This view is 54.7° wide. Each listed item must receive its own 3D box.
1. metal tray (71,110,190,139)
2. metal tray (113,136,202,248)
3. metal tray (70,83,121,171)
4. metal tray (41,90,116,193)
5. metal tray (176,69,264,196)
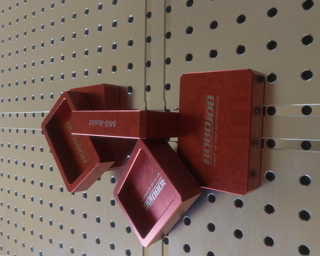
[{"bbox_3d":[-0.039,-0.006,0.396,0.130,0.091,0.030,2,92,39],"label":"metal tray"},{"bbox_3d":[-0.010,0.080,0.388,0.090,0.030,0.129,53,138,26],"label":"metal tray"},{"bbox_3d":[-0.104,0.000,0.490,0.090,0.030,0.129,-1,90,40],"label":"metal tray"},{"bbox_3d":[-0.127,0.019,0.466,0.090,0.030,0.130,-45,64,30],"label":"metal tray"},{"bbox_3d":[0.065,0.002,0.350,0.090,0.030,0.129,4,92,39],"label":"metal tray"}]
